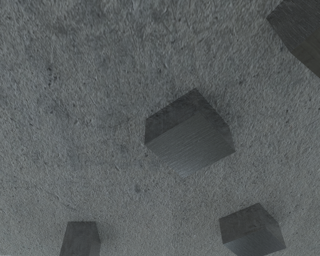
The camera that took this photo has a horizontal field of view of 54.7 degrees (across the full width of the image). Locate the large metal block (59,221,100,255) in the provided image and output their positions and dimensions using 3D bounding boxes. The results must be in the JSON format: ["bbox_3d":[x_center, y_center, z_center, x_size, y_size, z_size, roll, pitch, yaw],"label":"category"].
[{"bbox_3d":[-0.143,0.228,0.563,0.050,0.080,0.079,0,130,0],"label":"large metal block"}]

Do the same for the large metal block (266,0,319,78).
[{"bbox_3d":[0.156,-0.103,0.285,0.050,0.080,0.080,30,124,-23],"label":"large metal block"}]

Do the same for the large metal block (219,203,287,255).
[{"bbox_3d":[0.164,0.188,0.552,0.080,0.050,0.080,-31,124,23],"label":"large metal block"}]

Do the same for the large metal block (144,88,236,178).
[{"bbox_3d":[0.038,0.009,0.399,0.080,0.050,0.080,-32,124,24],"label":"large metal block"}]
